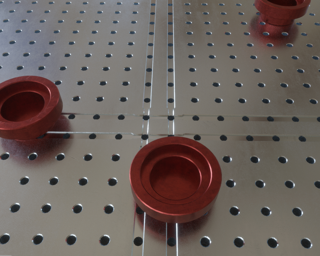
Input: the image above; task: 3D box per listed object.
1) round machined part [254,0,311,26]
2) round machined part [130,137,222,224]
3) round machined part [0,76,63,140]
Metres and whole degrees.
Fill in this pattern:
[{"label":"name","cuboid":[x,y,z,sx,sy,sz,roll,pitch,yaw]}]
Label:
[{"label":"round machined part","cuboid":[0.230,-0.233,0.594,0.099,0.042,0.098,0,50,0]},{"label":"round machined part","cuboid":[0.017,0.060,0.346,0.099,0.042,0.098,0,50,0]},{"label":"round machined part","cuboid":[-0.180,-0.022,0.415,0.099,0.042,0.098,0,50,0]}]
